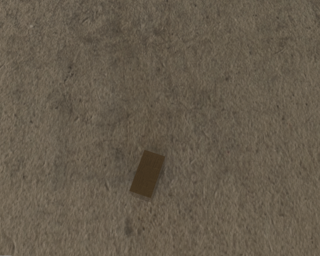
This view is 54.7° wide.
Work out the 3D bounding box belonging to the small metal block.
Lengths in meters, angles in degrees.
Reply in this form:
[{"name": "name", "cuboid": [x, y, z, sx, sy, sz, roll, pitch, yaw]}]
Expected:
[{"name": "small metal block", "cuboid": [-0.014, 0.060, 0.373, 0.025, 0.050, 0.050, 18, 71, 6]}]
